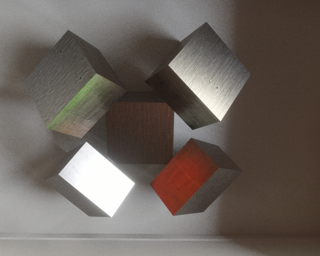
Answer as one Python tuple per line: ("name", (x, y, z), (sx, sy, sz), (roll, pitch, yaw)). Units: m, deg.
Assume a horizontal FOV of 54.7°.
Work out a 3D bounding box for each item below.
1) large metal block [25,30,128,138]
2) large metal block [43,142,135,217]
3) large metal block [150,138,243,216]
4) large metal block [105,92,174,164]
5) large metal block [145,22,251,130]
("large metal block", (-0.097, -0.049, 0.353), (0.080, 0.080, 0.050), (-44, 148, 14))
("large metal block", (-0.093, 0.070, 0.399), (0.080, 0.050, 0.080), (44, 148, -15))
("large metal block", (0.048, 0.064, 0.397), (0.080, 0.050, 0.080), (-50, 148, 15))
("large metal block", (-0.024, -0.001, 0.395), (0.081, 0.050, 0.079), (1, 110, -1))
("large metal block", (0.045, -0.057, 0.353), (0.080, 0.050, 0.080), (45, 61, -14))
